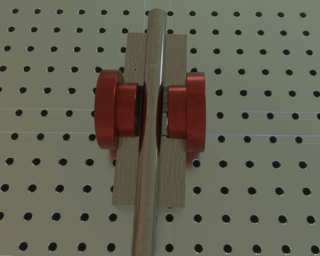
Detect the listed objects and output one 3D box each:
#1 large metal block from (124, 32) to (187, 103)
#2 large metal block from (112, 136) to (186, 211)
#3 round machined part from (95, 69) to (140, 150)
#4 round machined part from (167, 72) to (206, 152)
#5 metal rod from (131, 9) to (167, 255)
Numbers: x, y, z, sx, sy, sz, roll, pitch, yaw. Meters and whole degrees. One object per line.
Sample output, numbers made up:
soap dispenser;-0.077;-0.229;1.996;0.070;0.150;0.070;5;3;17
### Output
large metal block;-0.005;-0.082;0.428;0.080;0.050;0.080;2;70;0
large metal block;-0.011;0.057;0.377;0.080;0.050;0.080;3;70;1
round machined part;-0.048;-0.022;0.380;0.042;0.098;0.098;2;70;1
round machined part;0.032;-0.019;0.380;0.042;0.098;0.098;0;70;5
metal rod;-0.010;-0.010;0.362;0.025;0.025;0.299;3;70;1
